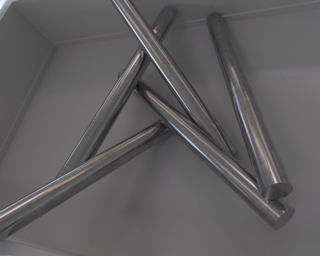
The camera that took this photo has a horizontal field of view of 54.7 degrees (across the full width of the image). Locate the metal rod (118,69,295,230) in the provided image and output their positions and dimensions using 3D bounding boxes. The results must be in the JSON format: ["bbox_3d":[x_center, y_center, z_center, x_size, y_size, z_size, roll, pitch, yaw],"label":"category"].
[{"bbox_3d":[0.026,-0.001,0.361,0.025,0.025,0.300,-44,47,-2],"label":"metal rod"}]

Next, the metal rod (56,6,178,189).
[{"bbox_3d":[-0.046,-0.054,0.405,0.025,0.025,0.300,10,60,32],"label":"metal rod"}]

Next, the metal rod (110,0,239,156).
[{"bbox_3d":[0.003,-0.086,0.397,0.025,0.025,0.299,-34,70,6],"label":"metal rod"}]

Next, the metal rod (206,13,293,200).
[{"bbox_3d":[0.088,-0.054,0.356,0.025,0.025,0.300,-20,43,16],"label":"metal rod"}]

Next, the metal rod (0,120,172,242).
[{"bbox_3d":[-0.096,0.060,0.319,0.025,0.025,0.302,27,44,37],"label":"metal rod"}]
